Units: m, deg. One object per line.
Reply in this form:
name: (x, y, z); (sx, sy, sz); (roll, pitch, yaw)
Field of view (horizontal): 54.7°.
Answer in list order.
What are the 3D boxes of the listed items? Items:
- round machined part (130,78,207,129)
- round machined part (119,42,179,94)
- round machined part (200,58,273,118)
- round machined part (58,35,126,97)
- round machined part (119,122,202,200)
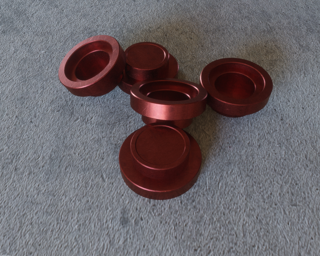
round machined part: (0.011, -0.030, 0.406); (0.099, 0.042, 0.098); (2, 27, -1)
round machined part: (-0.021, -0.095, 0.472); (0.099, 0.042, 0.098); (0, 50, 0)
round machined part: (0.105, -0.053, 0.439); (0.099, 0.042, 0.098); (0, 50, 0)
round machined part: (-0.093, -0.085, 0.450); (0.098, 0.042, 0.098); (-11, 56, 17)
round machined part: (0.001, 0.031, 0.367); (0.099, 0.042, 0.098); (0, 50, 0)
